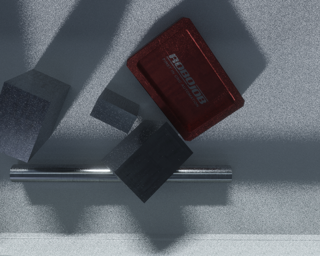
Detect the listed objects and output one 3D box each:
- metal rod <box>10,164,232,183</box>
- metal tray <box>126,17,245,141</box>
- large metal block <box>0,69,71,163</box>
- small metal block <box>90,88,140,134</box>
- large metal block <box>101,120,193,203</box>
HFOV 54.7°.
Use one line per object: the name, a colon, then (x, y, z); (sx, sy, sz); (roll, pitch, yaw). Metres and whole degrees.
metal rod: (-0.052, 0.064, 0.434); (0.302, 0.025, 0.025); (0, 110, -1)
metal tray: (0.033, -0.058, 0.387); (0.090, 0.030, 0.130); (-35, 107, 11)
large metal block: (-0.156, -0.018, 0.373); (0.050, 0.080, 0.080); (25, 108, -9)
small metal block: (-0.055, -0.023, 0.389); (0.050, 0.050, 0.025); (27, 108, -10)
large metal block: (-0.019, 0.036, 0.380); (0.080, 0.080, 0.050); (-44, 106, -13)
